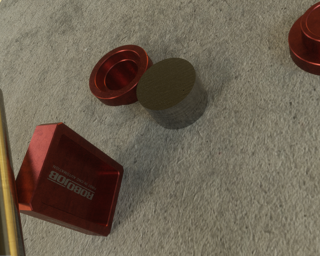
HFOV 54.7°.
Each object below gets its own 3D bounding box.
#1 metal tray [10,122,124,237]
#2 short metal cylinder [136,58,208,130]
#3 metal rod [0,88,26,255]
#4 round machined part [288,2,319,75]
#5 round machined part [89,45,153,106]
[{"bbox_3d":[-0.094,0.062,0.346,0.030,0.130,0.090,-4,60,26],"label":"metal tray"},{"bbox_3d":[0.017,-0.045,0.405,0.080,0.050,0.080,-13,56,20],"label":"short metal cylinder"},{"bbox_3d":[-0.139,0.060,0.271,0.025,0.025,0.300,-35,51,5],"label":"metal rod"},{"bbox_3d":[0.200,-0.111,0.356,0.098,0.042,0.098,-13,56,20],"label":"round machined part"},{"bbox_3d":[-0.053,-0.074,0.464,0.098,0.042,0.098,-13,56,20],"label":"round machined part"}]
